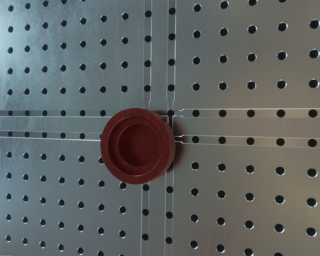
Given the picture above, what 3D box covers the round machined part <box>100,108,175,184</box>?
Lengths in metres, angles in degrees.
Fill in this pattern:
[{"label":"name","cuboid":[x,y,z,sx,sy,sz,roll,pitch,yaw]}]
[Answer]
[{"label":"round machined part","cuboid":[-0.026,0.023,0.413,0.098,0.042,0.097,0,90,20]}]
